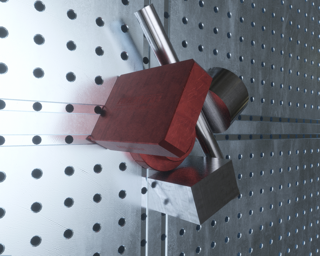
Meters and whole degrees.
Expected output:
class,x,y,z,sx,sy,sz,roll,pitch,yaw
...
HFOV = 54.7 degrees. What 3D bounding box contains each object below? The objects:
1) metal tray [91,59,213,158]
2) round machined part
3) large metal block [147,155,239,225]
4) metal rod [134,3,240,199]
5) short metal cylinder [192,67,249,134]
class,x,y,z,sx,sy,sz,roll,pitch,yaw
metal tray,-0.014,-0.019,0.331,0.030,0.130,0.090,34,69,-35
round machined part,0.009,0.009,0.407,0.099,0.042,0.097,0,90,-40
large metal block,0.044,0.077,0.413,0.081,0.080,0.050,-25,106,-38
metal rod,0.046,-0.020,0.422,0.025,0.025,0.299,-43,116,-32
short metal cylinder,0.077,-0.039,0.439,0.050,0.080,0.080,-45,117,-31
